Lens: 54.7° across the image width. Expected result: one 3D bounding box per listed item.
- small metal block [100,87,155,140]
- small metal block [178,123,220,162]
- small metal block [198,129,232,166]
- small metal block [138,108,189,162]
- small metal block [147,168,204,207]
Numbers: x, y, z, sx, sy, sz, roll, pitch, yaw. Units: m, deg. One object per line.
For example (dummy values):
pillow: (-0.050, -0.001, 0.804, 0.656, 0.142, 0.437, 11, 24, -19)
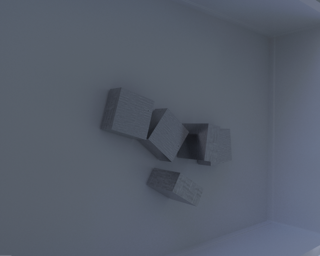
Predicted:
small metal block: (-0.038, -0.016, 0.373, 0.050, 0.025, 0.050, 20, 78, -39)
small metal block: (0.055, 0.020, 0.436, 0.025, 0.050, 0.050, 13, 82, -40)
small metal block: (0.084, 0.028, 0.477, 0.050, 0.025, 0.050, -7, 95, -40)
small metal block: (0.005, 0.009, 0.409, 0.050, 0.025, 0.050, 46, 62, -30)
small metal block: (0.020, 0.077, 0.406, 0.050, 0.050, 0.025, 38, 68, -35)
